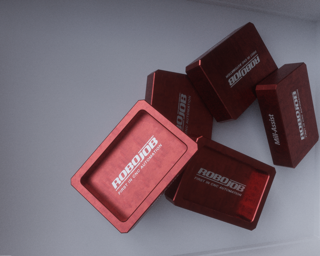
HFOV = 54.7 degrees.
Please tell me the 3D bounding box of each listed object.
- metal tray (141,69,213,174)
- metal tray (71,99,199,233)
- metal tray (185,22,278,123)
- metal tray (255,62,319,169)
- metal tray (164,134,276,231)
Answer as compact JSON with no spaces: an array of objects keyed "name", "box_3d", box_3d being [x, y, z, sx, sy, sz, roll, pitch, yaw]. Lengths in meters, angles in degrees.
[{"name":"metal tray","box_3d":[0.024,-0.006,0.417,0.091,0.030,0.129,7,88,-20]},{"name":"metal tray","box_3d":[-0.028,0.043,0.363,0.090,0.030,0.130,40,89,12]},{"name":"metal tray","box_3d":[0.105,-0.079,0.429,0.131,0.030,0.090,-41,103,-31]},{"name":"metal tray","box_3d":[0.188,-0.019,0.450,0.091,0.030,0.129,-34,114,-33]},{"name":"metal tray","box_3d":[0.081,0.072,0.406,0.131,0.030,0.090,23,85,-21]}]
